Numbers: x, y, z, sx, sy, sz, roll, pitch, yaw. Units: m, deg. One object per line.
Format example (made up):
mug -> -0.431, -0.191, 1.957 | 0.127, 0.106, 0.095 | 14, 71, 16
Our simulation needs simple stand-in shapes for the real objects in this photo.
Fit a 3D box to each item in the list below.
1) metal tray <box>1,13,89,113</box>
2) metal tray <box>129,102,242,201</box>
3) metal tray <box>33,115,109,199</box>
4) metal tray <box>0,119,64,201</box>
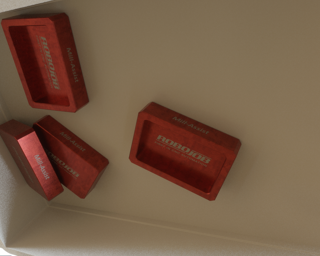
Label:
metal tray -> -0.157, -0.089, 0.430 | 0.090, 0.030, 0.129 | 7, 122, 24
metal tray -> 0.028, 0.031, 0.408 | 0.130, 0.030, 0.089 | 24, 127, 12
metal tray -> -0.158, 0.050, 0.517 | 0.130, 0.030, 0.089 | 37, 129, 3
metal tray -> -0.220, 0.054, 0.526 | 0.090, 0.030, 0.129 | 15, 130, 44
